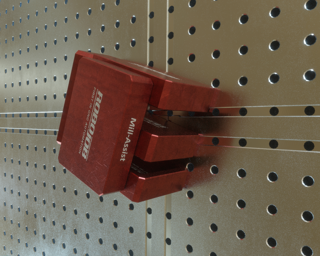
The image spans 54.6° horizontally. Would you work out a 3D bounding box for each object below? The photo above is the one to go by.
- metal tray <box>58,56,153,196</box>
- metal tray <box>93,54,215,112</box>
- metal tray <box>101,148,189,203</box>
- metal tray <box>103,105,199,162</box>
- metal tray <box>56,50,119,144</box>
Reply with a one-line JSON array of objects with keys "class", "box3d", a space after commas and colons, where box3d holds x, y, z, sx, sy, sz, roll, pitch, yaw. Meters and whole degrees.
[{"class": "metal tray", "box3d": [-0.064, -0.004, 0.342, 0.090, 0.030, 0.129, 26, 107, 37]}, {"class": "metal tray", "box3d": [-0.012, -0.055, 0.376, 0.130, 0.091, 0.030, 27, 107, 37]}, {"class": "metal tray", "box3d": [-0.041, 0.044, 0.401, 0.130, 0.091, 0.030, 27, 107, 36]}, {"class": "metal tray", "box3d": [-0.028, 0.000, 0.390, 0.130, 0.091, 0.030, 25, 105, 36]}, {"class": "metal tray", "box3d": [-0.096, -0.040, 0.444, 0.030, 0.090, 0.129, 20, 104, 16]}]
